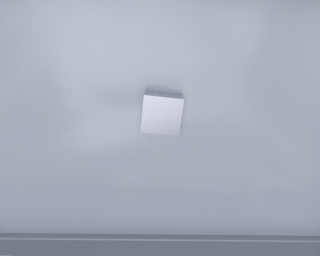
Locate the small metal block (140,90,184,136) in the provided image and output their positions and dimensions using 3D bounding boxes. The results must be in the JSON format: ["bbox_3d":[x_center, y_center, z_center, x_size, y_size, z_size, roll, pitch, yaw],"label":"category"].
[{"bbox_3d":[0.002,-0.019,0.404,0.050,0.025,0.050,6,110,-2],"label":"small metal block"}]
